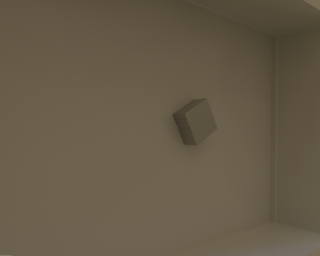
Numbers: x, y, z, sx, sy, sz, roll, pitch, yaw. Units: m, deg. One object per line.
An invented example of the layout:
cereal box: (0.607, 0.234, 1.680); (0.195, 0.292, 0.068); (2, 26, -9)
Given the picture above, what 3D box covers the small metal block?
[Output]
small metal block: (0.052, -0.009, 0.449); (0.050, 0.025, 0.050); (-35, 112, -34)
